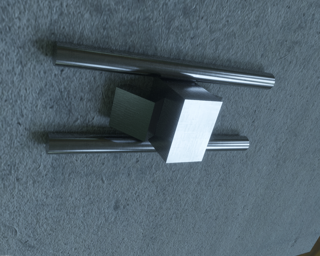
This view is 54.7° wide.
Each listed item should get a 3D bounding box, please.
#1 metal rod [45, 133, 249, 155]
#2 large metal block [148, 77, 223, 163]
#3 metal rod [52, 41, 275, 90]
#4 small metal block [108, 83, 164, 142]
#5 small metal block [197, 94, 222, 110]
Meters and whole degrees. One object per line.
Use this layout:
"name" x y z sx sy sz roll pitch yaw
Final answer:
"metal rod" 0.004 0.021 0.425 0.303 0.025 0.025 2 118 -30
"large metal block" 0.021 -0.014 0.380 0.050 0.080 0.079 1 118 -29
"metal rod" 0.027 -0.071 0.381 0.303 0.025 0.025 1 118 -29
"small metal block" -0.028 -0.019 0.365 0.025 0.050 0.050 -36 146 -60
"small metal block" 0.062 -0.016 0.416 0.025 0.050 0.050 19 114 9
